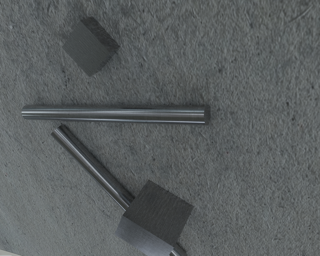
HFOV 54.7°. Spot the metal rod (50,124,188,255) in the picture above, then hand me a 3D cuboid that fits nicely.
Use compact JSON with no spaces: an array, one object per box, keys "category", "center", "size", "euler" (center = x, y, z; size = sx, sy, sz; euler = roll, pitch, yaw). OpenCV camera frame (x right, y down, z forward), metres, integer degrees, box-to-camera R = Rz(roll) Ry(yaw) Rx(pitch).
[{"category":"metal rod","center":[-0.064,0.112,0.507],"size":[0.300,0.025,0.025],"euler":[48,129,-6]}]

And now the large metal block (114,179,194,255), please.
[{"category":"large metal block","center":[-0.007,0.136,0.458],"size":[0.080,0.080,0.050],"euler":[29,128,9]}]

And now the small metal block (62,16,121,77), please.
[{"category":"small metal block","center":[-0.087,-0.101,0.388],"size":[0.050,0.025,0.050],"euler":[47,129,-6]}]

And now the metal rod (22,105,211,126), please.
[{"category":"metal rod","center":[-0.078,-0.020,0.433],"size":[0.301,0.025,0.025],"euler":[2,120,26]}]
